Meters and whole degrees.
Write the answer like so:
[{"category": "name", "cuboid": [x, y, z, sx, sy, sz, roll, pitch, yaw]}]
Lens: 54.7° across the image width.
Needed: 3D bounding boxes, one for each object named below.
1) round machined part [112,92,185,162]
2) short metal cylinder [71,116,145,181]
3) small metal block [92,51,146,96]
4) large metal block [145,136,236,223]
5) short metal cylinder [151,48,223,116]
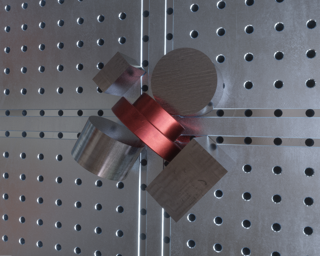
[{"category": "round machined part", "cuboid": [-0.008, -0.006, 0.376, 0.098, 0.098, 0.042, 43, 91, 14]}, {"category": "short metal cylinder", "cuboid": [-0.067, 0.025, 0.405, 0.080, 0.080, 0.050, 33, 101, 16]}, {"category": "small metal block", "cuboid": [-0.054, -0.071, 0.417, 0.050, 0.050, 0.025, -44, 77, 14]}, {"category": "large metal block", "cuboid": [0.040, 0.056, 0.369, 0.050, 0.080, 0.080, 45, 104, 14]}, {"category": "short metal cylinder", "cuboid": [0.035, -0.054, 0.386, 0.080, 0.050, 0.079, 0, 90, 19]}]
